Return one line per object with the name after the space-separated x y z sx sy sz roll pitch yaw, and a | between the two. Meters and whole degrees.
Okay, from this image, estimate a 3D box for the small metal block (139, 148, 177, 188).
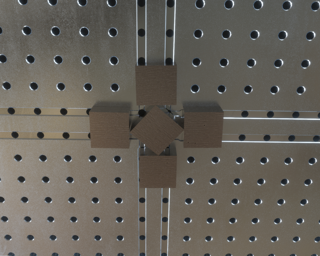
-0.003 0.056 0.434 0.050 0.025 0.050 0 110 -1 | small metal block

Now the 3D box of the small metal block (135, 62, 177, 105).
-0.005 -0.056 0.393 0.050 0.025 0.050 -1 110 -1 | small metal block

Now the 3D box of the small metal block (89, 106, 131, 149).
-0.065 -0.001 0.412 0.050 0.025 0.050 1 110 -1 | small metal block

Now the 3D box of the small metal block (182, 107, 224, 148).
0.056 -0.001 0.414 0.050 0.025 0.050 0 110 -1 | small metal block

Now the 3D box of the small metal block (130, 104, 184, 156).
-0.004 0.000 0.413 0.050 0.025 0.050 40 105 -14 | small metal block
